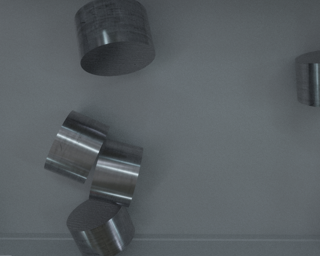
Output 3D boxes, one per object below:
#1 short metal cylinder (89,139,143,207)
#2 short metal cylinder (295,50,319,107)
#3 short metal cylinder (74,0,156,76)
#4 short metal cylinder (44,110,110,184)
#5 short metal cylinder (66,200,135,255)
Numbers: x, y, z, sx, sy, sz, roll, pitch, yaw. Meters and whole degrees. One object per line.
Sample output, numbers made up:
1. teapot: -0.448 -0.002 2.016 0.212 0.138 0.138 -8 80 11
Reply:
1. short metal cylinder: -0.056 0.058 0.403 0.050 0.080 0.079 14 109 -6
2. short metal cylinder: 0.203 -0.061 0.363 0.080 0.080 0.050 -11 110 3
3. short metal cylinder: -0.049 -0.096 0.338 0.080 0.080 0.050 -12 77 4
4. short metal cylinder: -0.103 0.024 0.390 0.050 0.080 0.080 25 108 -9
5. short metal cylinder: -0.081 0.135 0.431 0.080 0.080 0.050 -16 110 5
